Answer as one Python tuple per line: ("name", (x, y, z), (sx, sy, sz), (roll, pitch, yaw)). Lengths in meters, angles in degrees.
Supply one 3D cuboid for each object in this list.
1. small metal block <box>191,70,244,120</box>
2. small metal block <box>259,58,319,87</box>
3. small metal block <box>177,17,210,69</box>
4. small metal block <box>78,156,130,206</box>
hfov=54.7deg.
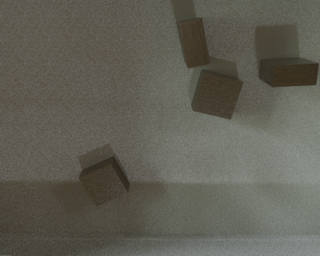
("small metal block", (0.072, -0.043, 0.397), (0.050, 0.025, 0.050), (13, 110, -5))
("small metal block", (0.154, -0.068, 0.375), (0.050, 0.050, 0.025), (-3, 110, 0))
("small metal block", (0.038, -0.100, 0.362), (0.025, 0.050, 0.050), (-12, 110, 4))
("small metal block", (-0.078, 0.075, 0.438), (0.050, 0.025, 0.050), (-24, 109, 8))
